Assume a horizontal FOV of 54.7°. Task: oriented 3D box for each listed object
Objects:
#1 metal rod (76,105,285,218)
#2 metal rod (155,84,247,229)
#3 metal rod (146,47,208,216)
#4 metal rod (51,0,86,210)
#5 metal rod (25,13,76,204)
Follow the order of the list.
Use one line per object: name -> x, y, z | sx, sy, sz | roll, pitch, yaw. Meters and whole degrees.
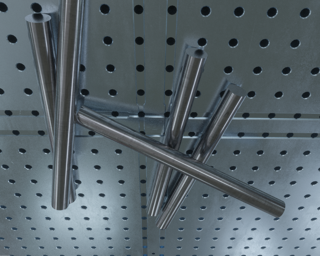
metal rod -> 0.031, 0.047, 0.412 | 0.301, 0.025, 0.025 | 26, 126, -6
metal rod -> 0.049, 0.063, 0.465 | 0.025, 0.025, 0.298 | 13, 129, -12
metal rod -> 0.014, 0.029, 0.436 | 0.025, 0.025, 0.298 | 7, 130, -7
metal rod -> -0.115, -0.011, 0.376 | 0.025, 0.025, 0.298 | 9, 122, -8
metal rod -> -0.137, 0.001, 0.410 | 0.025, 0.025, 0.298 | 4, 130, -4
